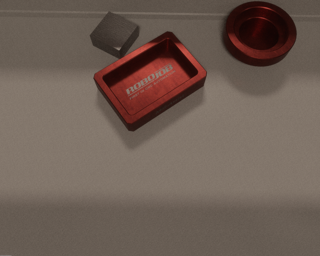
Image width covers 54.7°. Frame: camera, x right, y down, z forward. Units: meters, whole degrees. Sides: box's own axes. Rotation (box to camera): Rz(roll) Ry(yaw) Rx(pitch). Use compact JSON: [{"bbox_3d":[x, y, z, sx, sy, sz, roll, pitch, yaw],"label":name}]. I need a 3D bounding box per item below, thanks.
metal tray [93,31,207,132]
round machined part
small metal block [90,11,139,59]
[{"bbox_3d":[-0.013,-0.067,0.431,0.131,0.030,0.090,-34,74,-12],"label":"metal tray"},{"bbox_3d":[0.141,-0.131,0.450,0.099,0.042,0.098,0,70,-1],"label":"round machined part"},{"bbox_3d":[-0.067,-0.137,0.459,0.050,0.025,0.050,29,72,9],"label":"small metal block"}]
